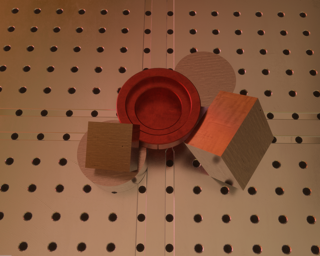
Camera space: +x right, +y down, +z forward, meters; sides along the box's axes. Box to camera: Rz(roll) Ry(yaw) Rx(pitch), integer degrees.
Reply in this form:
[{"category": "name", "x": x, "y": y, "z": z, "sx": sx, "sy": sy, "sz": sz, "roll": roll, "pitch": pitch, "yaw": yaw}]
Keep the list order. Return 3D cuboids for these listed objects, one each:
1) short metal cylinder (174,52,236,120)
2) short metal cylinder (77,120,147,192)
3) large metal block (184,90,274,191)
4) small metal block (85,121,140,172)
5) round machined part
[{"category": "short metal cylinder", "x": 0.057, "y": -0.055, "z": 0.419, "sx": 0.081, "sy": 0.050, "sz": 0.080, "roll": 0, "pitch": 70, "yaw": 0}, {"category": "short metal cylinder", "x": -0.056, "y": 0.036, "z": 0.384, "sx": 0.081, "sy": 0.050, "sz": 0.080, "roll": 0, "pitch": 70, "yaw": 0}, {"category": "large metal block", "x": 0.086, "y": 0.015, "z": 0.371, "sx": 0.050, "sy": 0.080, "sz": 0.080, "roll": 20, "pitch": 67, "yaw": 43}, {"category": "small metal block", "x": -0.051, "y": 0.019, "z": 0.338, "sx": 0.050, "sy": 0.025, "sz": 0.050, "roll": 4, "pitch": 89, "yaw": 14}, {"category": "round machined part", "x": -0.002, "y": -0.020, "z": 0.379, "sx": 0.099, "sy": 0.042, "sz": 0.098, "roll": 0, "pitch": 70, "yaw": 0}]
